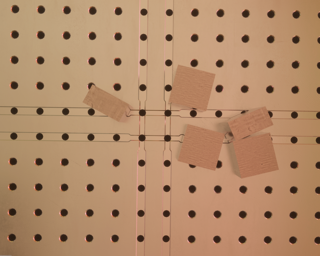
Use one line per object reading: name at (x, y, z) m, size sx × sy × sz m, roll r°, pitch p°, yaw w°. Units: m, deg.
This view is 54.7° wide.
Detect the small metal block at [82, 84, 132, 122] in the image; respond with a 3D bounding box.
small metal block at (-0.066, -0.030, 0.400) m, size 0.050 × 0.050 × 0.025 m, roll 29°, pitch 90°, yaw -1°

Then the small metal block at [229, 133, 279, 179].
small metal block at (0.125, 0.036, 0.415) m, size 0.050 × 0.025 × 0.050 m, roll -13°, pitch 90°, yaw -1°

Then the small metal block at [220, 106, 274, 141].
small metal block at (0.110, -0.006, 0.402) m, size 0.050 × 0.050 × 0.025 m, roll -23°, pitch 90°, yaw 0°

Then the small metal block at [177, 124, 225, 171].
small metal block at (0.054, 0.025, 0.414) m, size 0.050 × 0.025 × 0.050 m, roll 15°, pitch 90°, yaw -1°

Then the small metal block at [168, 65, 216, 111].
small metal block at (0.042, -0.052, 0.414) m, size 0.050 × 0.025 × 0.050 m, roll 14°, pitch 90°, yaw -1°
